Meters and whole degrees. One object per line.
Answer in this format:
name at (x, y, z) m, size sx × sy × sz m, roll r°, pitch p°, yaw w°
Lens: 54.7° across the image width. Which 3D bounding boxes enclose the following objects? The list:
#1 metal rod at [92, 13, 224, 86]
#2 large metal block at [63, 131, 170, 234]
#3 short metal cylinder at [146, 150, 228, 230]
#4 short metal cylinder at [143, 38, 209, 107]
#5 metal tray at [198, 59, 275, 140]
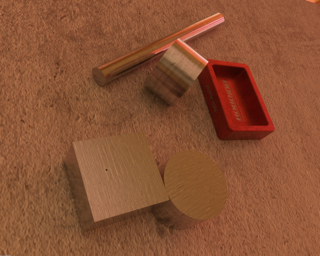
metal rod at (0.016, -0.136, 0.495) m, size 0.025 × 0.025 × 0.302 m, roll 49°, pitch 51°, yaw 6°
large metal block at (-0.048, 0.055, 0.328) m, size 0.081 × 0.050 × 0.080 m, roll -8°, pitch 66°, yaw -32°
short metal cylinder at (0.030, 0.072, 0.360) m, size 0.081 × 0.050 × 0.080 m, roll 14°, pitch 56°, yaw -21°
short metal cylinder at (0.022, -0.076, 0.426) m, size 0.050 × 0.080 × 0.080 m, roll 38°, pitch 51°, yaw -3°
metal tray at (0.118, -0.045, 0.491) m, size 0.091 × 0.030 × 0.130 m, roll 0°, pitch 62°, yaw -28°
